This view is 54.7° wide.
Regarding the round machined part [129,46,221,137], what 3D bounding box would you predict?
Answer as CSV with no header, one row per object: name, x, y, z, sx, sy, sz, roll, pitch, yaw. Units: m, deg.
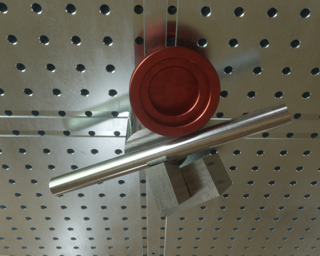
round machined part,0.015,-0.043,0.349,0.099,0.042,0.097,-2,108,-6

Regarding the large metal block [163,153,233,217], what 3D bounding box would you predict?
large metal block,0.046,0.077,0.431,0.080,0.050,0.080,-28,170,22

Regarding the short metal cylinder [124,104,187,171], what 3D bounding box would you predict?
short metal cylinder,-0.004,0.013,0.406,0.081,0.050,0.079,0,130,0

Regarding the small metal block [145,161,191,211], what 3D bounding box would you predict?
small metal block,0.010,0.068,0.373,0.025,0.050,0.050,-23,169,18

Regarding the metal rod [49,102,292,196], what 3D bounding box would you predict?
metal rod,0.000,0.031,0.371,0.301,0.025,0.025,-19,128,15
